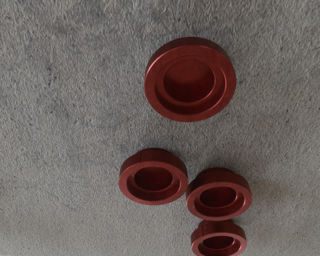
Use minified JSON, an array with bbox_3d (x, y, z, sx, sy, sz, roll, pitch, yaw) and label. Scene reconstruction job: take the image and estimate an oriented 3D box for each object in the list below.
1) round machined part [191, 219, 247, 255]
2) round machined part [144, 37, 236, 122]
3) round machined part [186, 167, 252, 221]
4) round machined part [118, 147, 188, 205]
[{"bbox_3d":[0.105,0.198,0.565,0.099,0.042,0.097,0,130,0],"label":"round machined part"},{"bbox_3d":[0.032,-0.057,0.348,0.099,0.042,0.097,0,130,0],"label":"round machined part"},{"bbox_3d":[0.089,0.099,0.481,0.099,0.042,0.097,0,130,0],"label":"round machined part"},{"bbox_3d":[-0.009,0.067,0.453,0.099,0.042,0.097,0,130,0],"label":"round machined part"}]
